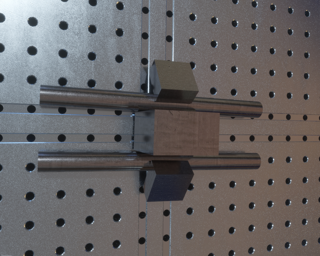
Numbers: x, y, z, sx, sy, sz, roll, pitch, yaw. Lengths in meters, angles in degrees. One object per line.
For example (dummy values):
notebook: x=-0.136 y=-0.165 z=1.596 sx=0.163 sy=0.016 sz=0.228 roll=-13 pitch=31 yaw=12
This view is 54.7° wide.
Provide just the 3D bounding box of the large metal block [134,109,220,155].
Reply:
large metal block: x=0.018 y=0.006 z=0.385 sx=0.081 sy=0.080 sz=0.050 roll=2 pitch=90 yaw=-20

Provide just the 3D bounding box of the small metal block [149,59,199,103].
small metal block: x=0.017 y=-0.060 z=0.403 sx=0.050 sy=0.025 sz=0.050 roll=1 pitch=55 yaw=-20

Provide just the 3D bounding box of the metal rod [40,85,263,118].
metal rod: x=0.004 y=-0.032 z=0.409 sx=0.302 sy=0.025 sz=0.025 roll=2 pitch=90 yaw=-20

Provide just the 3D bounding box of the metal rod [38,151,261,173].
metal rod: x=0.001 y=0.044 z=0.410 sx=0.302 sy=0.025 sz=0.025 roll=2 pitch=90 yaw=-20

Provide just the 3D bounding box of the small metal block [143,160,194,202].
small metal block: x=0.010 y=0.068 z=0.400 sx=0.050 sy=0.025 sz=0.050 roll=3 pitch=127 yaw=-21
